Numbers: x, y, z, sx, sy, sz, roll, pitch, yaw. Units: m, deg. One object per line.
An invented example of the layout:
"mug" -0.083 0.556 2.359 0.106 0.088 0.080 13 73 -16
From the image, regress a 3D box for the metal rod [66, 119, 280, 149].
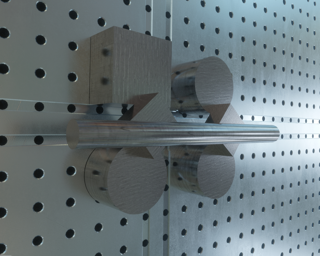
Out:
"metal rod" 0.045 0.007 0.348 0.302 0.025 0.025 1 90 -40

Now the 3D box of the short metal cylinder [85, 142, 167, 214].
"short metal cylinder" -0.039 0.054 0.359 0.081 0.050 0.080 0 90 -40

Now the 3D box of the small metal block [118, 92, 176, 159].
"small metal block" -0.011 -0.003 0.335 0.050 0.025 0.050 -48 118 -29

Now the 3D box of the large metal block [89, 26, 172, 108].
"large metal block" -0.033 -0.065 0.364 0.081 0.050 0.080 2 89 -40

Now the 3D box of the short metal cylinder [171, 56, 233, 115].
"short metal cylinder" 0.060 -0.058 0.443 0.081 0.050 0.080 0 90 -40

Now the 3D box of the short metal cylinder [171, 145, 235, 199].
"short metal cylinder" 0.063 0.057 0.446 0.081 0.050 0.080 0 90 -40

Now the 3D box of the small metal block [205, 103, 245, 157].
"small metal block" 0.086 0.003 0.417 0.050 0.025 0.050 48 62 -29
